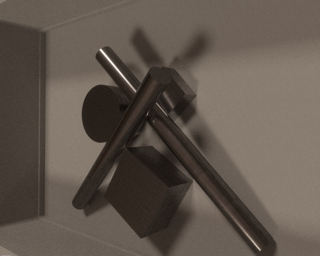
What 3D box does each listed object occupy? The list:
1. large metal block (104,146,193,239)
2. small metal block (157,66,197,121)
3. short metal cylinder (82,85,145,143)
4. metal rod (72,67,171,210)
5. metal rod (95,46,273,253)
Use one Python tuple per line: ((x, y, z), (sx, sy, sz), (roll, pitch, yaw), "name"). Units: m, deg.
((-0.017, 0.080, 0.403), (0.080, 0.050, 0.079), (39, 114, 32), "large metal block")
((0.011, -0.042, 0.396), (0.050, 0.025, 0.050), (-50, 61, 28), "small metal block")
((-0.067, -0.020, 0.443), (0.080, 0.050, 0.079), (0, 90, 39), "short metal cylinder")
((-0.067, 0.035, 0.416), (0.025, 0.025, 0.298), (59, 136, 23), "metal rod")
((0.016, 0.011, 0.365), (0.300, 0.025, 0.025), (50, 120, 18), "metal rod")
